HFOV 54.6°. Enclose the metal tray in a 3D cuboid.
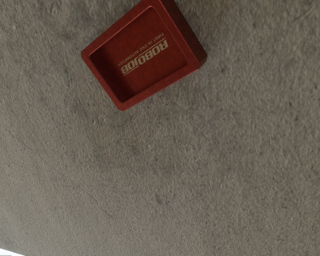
[{"bbox_3d":[-0.022,-0.084,0.363,0.130,0.030,0.090,-25,105,37],"label":"metal tray"}]
